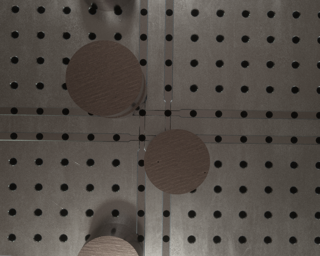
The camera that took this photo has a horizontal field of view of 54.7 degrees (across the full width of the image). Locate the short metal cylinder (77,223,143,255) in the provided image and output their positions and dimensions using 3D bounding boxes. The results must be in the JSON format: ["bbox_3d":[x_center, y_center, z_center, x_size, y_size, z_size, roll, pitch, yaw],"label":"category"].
[{"bbox_3d":[-0.063,0.170,0.400,0.081,0.050,0.079,0,90,-1],"label":"short metal cylinder"}]

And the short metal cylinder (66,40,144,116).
[{"bbox_3d":[-0.059,-0.053,0.350,0.081,0.050,0.079,0,90,-1],"label":"short metal cylinder"}]

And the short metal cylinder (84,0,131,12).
[{"bbox_3d":[-0.072,-0.199,0.400,0.081,0.050,0.079,0,90,-1],"label":"short metal cylinder"}]

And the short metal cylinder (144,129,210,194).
[{"bbox_3d":[0.021,0.041,0.401,0.081,0.050,0.079,0,90,-1],"label":"short metal cylinder"}]

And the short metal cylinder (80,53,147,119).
[{"bbox_3d":[-0.058,-0.052,0.400,0.081,0.050,0.079,0,90,-1],"label":"short metal cylinder"}]
